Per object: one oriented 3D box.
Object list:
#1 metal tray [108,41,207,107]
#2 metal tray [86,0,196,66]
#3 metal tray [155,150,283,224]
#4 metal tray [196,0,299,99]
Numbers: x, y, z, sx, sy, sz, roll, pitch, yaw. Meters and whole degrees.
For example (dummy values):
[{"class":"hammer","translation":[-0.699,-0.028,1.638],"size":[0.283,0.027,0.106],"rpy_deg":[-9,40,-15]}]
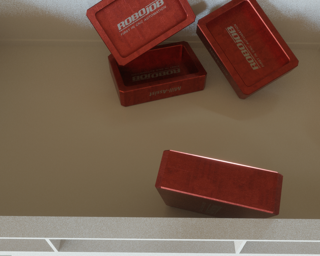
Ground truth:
[{"class":"metal tray","translation":[-0.006,-0.086,0.473],"size":[0.131,0.030,0.090],"rpy_deg":[-13,51,-12]},{"class":"metal tray","translation":[-0.026,-0.161,0.445],"size":[0.130,0.090,0.030],"rpy_deg":[-32,19,3]},{"class":"metal tray","translation":[0.048,0.060,0.285],"size":[0.090,0.130,0.030],"rpy_deg":[11,71,9]},{"class":"metal tray","translation":[0.124,-0.119,0.450],"size":[0.090,0.030,0.130],"rpy_deg":[-31,83,-1]}]
